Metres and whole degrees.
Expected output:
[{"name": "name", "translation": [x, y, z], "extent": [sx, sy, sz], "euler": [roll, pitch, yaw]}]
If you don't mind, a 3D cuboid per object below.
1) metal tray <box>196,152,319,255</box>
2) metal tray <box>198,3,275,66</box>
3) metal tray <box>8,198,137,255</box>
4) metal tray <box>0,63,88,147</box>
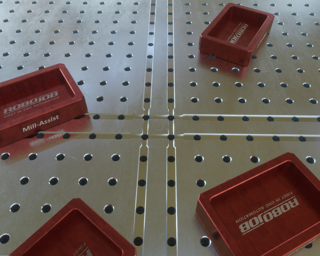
[{"name": "metal tray", "translation": [0.116, 0.088, 0.330], "extent": [0.131, 0.030, 0.090], "euler": [-21, 53, -17]}, {"name": "metal tray", "translation": [0.136, -0.169, 0.546], "extent": [0.090, 0.030, 0.130], "euler": [24, 54, 19]}, {"name": "metal tray", "translation": [-0.095, 0.140, 0.286], "extent": [0.090, 0.030, 0.131], "euler": [33, 57, 24]}, {"name": "metal tray", "translation": [-0.180, -0.036, 0.433], "extent": [0.131, 0.030, 0.090], "euler": [-24, 54, -19]}]
